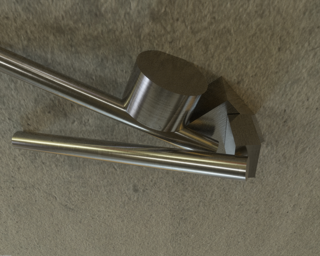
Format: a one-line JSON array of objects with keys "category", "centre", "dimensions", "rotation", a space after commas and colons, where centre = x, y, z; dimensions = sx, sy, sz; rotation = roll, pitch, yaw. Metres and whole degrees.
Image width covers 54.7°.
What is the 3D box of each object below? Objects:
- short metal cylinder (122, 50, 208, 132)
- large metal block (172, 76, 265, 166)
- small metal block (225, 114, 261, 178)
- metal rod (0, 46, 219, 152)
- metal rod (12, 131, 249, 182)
[{"category": "short metal cylinder", "centre": [0.005, -0.041, 0.339], "dimensions": [0.081, 0.080, 0.050], "rotation": [16, 128, -14]}, {"category": "large metal block", "centre": [0.069, -0.004, 0.388], "dimensions": [0.080, 0.050, 0.080], "rotation": [-33, 123, 26]}, {"category": "small metal block", "centre": [0.089, 0.020, 0.341], "dimensions": [0.025, 0.050, 0.050], "rotation": [-3, 130, 3]}, {"category": "metal rod", "centre": [-0.076, -0.033, 0.342], "dimensions": [0.301, 0.025, 0.025], "rotation": [23, 127, -5]}, {"category": "metal rod", "centre": [-0.052, 0.028, 0.362], "dimensions": [0.301, 0.025, 0.025], "rotation": [5, 134, 23]}]
